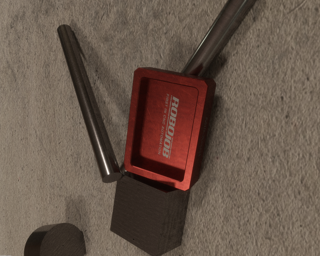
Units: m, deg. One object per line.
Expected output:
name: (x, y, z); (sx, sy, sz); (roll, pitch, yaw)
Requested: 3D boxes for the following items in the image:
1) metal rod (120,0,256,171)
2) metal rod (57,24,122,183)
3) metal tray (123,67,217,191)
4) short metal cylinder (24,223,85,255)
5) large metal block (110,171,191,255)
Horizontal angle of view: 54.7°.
metal rod: (0.021, -0.039, 0.385); (0.025, 0.025, 0.298); (48, 118, 29)
metal rod: (-0.113, -0.054, 0.462); (0.025, 0.025, 0.299); (-45, 53, 30)
metal tray: (0.009, -0.001, 0.367); (0.090, 0.030, 0.129); (15, 107, 23)
short metal cylinder: (-0.172, 0.199, 0.508); (0.050, 0.081, 0.080); (-19, 78, 38)
large metal block: (-0.013, 0.104, 0.398); (0.080, 0.050, 0.079); (15, 99, 38)
